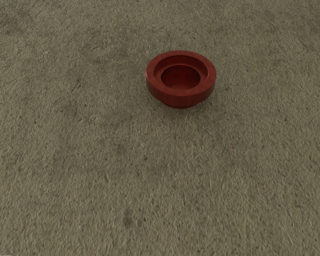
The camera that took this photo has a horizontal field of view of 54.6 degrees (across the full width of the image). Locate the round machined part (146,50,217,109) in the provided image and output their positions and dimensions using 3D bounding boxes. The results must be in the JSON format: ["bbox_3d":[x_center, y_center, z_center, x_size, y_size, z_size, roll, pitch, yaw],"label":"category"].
[{"bbox_3d":[0.029,-0.066,0.448,0.099,0.042,0.098,0,50,0],"label":"round machined part"}]
